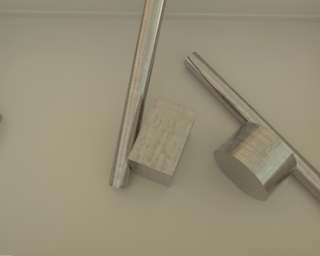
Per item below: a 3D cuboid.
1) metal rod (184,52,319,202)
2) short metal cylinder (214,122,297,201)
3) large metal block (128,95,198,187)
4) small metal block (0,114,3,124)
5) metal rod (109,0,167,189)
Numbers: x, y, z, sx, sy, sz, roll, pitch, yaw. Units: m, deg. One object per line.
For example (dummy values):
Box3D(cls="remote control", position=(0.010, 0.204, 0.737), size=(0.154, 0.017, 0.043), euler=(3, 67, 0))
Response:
Box3D(cls="metal rod", position=(0.140, 0.008, 0.408), size=(0.025, 0.025, 0.300), euler=(-38, 75, -13))
Box3D(cls="short metal cylinder", position=(0.111, 0.039, 0.367), size=(0.050, 0.080, 0.080), euler=(-41, 76, -14))
Box3D(cls="large metal block", position=(0.004, 0.019, 0.373), size=(0.050, 0.080, 0.080), euler=(20, 71, 7))
Box3D(cls="small metal block", position=(-0.245, -0.001, 0.407), size=(0.050, 0.025, 0.050), euler=(8, 70, 2))
Box3D(cls="metal rod", position=(-0.021, -0.074, 0.373), size=(0.025, 0.025, 0.298), euler=(12, 94, 4))
